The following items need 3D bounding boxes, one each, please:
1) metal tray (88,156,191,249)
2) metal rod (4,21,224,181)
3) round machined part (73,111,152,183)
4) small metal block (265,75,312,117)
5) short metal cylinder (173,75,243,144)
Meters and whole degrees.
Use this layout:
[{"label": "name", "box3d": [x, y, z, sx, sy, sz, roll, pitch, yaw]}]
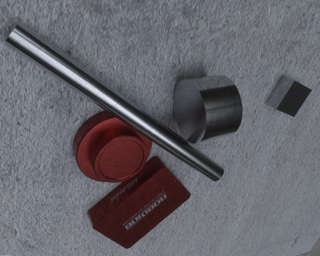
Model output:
[{"label": "metal tray", "box3d": [-0.028, 0.113, 0.460, 0.130, 0.030, 0.090, -40, 130, -2]}, {"label": "metal rod", "box3d": [-0.028, -0.012, 0.356, 0.301, 0.025, 0.025, 35, 98, -30]}, {"label": "round machined part", "box3d": [-0.054, 0.029, 0.385, 0.099, 0.042, 0.097, -14, 125, -21]}, {"label": "small metal block", "box3d": [0.203, -0.050, 0.490, 0.050, 0.025, 0.050, 16, 110, -35]}, {"label": "short metal cylinder", "box3d": [0.058, -0.024, 0.389, 0.050, 0.080, 0.079, -12, 124, -23]}]
